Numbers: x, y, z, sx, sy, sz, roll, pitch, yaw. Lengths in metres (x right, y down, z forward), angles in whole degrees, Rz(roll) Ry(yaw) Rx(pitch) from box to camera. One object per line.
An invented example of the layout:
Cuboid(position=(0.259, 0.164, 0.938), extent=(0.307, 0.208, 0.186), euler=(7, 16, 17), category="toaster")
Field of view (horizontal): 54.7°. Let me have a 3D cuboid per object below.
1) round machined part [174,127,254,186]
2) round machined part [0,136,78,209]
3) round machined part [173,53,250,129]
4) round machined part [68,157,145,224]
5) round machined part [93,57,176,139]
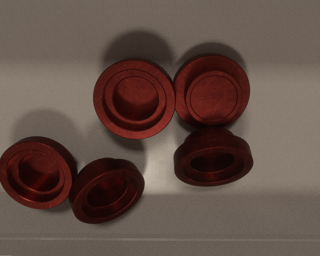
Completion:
Cuboid(position=(0.067, 0.035, 0.401), extent=(0.099, 0.042, 0.097), euler=(-2, 142, -1), category="round machined part")
Cuboid(position=(-0.159, 0.056, 0.418), extent=(0.099, 0.042, 0.097), euler=(1, 109, 3), category="round machined part")
Cuboid(position=(0.064, -0.042, 0.388), extent=(0.099, 0.042, 0.097), euler=(0, 110, -1), category="round machined part")
Cuboid(position=(-0.073, 0.078, 0.414), extent=(0.099, 0.042, 0.097), euler=(-20, 134, -22), category="round machined part")
Cuboid(position=(-0.029, -0.039, 0.385), extent=(0.099, 0.042, 0.097), euler=(1, 110, 4), category="round machined part")
